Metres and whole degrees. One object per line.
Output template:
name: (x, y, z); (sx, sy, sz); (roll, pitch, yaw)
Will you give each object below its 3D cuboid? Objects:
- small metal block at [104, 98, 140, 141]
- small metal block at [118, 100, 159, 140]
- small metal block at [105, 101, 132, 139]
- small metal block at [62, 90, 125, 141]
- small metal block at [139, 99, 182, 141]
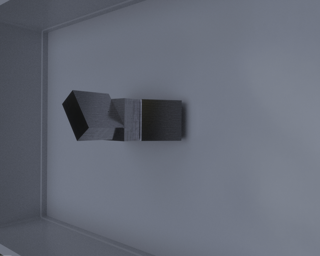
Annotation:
small metal block: (-0.052, -0.010, 0.381); (0.050, 0.025, 0.050); (1, 90, 40)
small metal block: (-0.028, -0.010, 0.411); (0.025, 0.050, 0.050); (1, 91, 40)
small metal block: (-0.057, -0.011, 0.432); (0.025, 0.050, 0.050); (1, 91, 7)
small metal block: (-0.075, -0.014, 0.352); (0.025, 0.050, 0.050); (-43, 64, 32)
small metal block: (-0.001, -0.009, 0.386); (0.025, 0.050, 0.050); (-178, 88, -74)
